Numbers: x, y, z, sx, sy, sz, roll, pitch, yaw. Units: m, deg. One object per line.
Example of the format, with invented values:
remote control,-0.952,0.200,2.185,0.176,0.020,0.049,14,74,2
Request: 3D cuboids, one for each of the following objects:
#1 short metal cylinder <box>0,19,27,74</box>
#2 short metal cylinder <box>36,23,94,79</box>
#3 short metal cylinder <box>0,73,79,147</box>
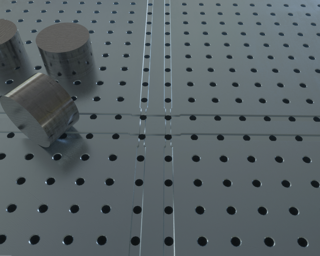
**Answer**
short metal cylinder,-0.264,-0.132,0.499,0.081,0.050,0.080,1,50,0
short metal cylinder,-0.149,-0.124,0.494,0.081,0.050,0.080,0,50,0
short metal cylinder,-0.150,-0.022,0.389,0.080,0.080,0.050,27,55,21
